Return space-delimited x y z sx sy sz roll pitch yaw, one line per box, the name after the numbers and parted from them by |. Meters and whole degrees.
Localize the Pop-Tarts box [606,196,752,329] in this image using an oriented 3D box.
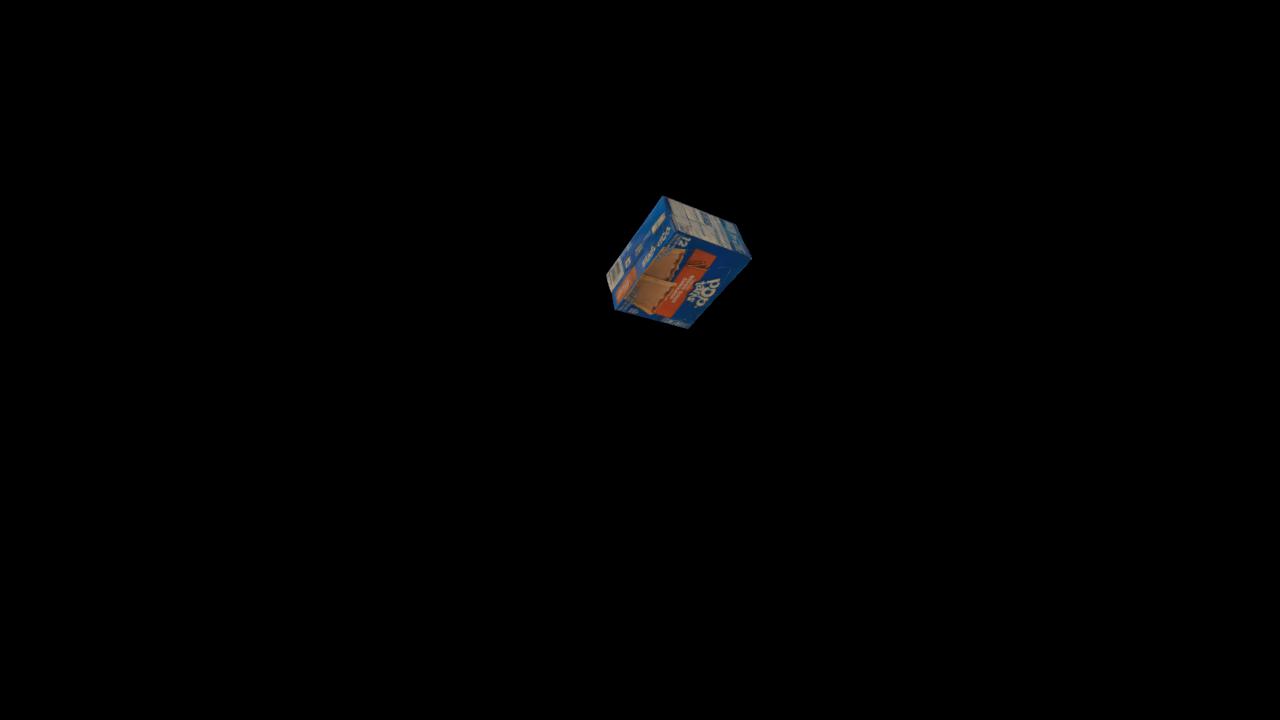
0.054 -0.139 0.920 0.141 0.083 0.167 12 -43 -32 | Pop-Tarts box
